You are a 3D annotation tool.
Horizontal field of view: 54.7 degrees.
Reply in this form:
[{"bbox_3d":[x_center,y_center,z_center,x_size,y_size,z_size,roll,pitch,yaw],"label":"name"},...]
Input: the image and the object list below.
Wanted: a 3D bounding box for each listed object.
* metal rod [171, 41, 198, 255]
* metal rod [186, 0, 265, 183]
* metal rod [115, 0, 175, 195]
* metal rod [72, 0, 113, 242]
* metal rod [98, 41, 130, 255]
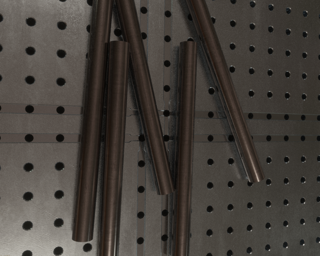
[{"bbox_3d":[0.034,0.032,0.426,0.025,0.025,0.298,3,89,-20],"label":"metal rod"},{"bbox_3d":[0.094,-0.061,0.448,0.025,0.025,0.298,-24,98,-19],"label":"metal rod"},{"bbox_3d":[-0.023,-0.060,0.404,0.025,0.025,0.298,-14,95,-20],"label":"metal rod"},{"bbox_3d":[-0.083,-0.014,0.382,0.025,0.025,0.298,5,88,-20],"label":"metal rod"},{"bbox_3d":[-0.058,0.044,0.385,0.025,0.025,0.298,3,92,-20],"label":"metal rod"}]
